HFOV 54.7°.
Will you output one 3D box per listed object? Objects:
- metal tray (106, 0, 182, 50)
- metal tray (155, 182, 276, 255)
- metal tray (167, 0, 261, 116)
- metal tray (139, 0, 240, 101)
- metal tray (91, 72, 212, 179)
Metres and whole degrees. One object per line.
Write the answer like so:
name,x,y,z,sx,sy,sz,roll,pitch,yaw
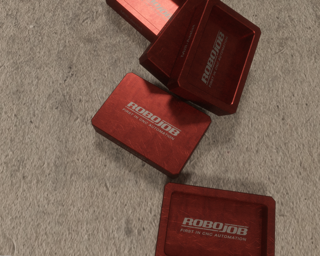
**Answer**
metal tray,-0.011,-0.191,0.475,0.090,0.030,0.130,-42,76,-14
metal tray,0.064,0.118,0.362,0.131,0.030,0.090,8,70,2
metal tray,0.073,-0.091,0.404,0.090,0.030,0.130,25,77,-21
metal tray,0.044,-0.113,0.426,0.090,0.030,0.130,39,72,-17
metal tray,-0.011,-0.005,0.407,0.130,0.030,0.090,31,73,10
